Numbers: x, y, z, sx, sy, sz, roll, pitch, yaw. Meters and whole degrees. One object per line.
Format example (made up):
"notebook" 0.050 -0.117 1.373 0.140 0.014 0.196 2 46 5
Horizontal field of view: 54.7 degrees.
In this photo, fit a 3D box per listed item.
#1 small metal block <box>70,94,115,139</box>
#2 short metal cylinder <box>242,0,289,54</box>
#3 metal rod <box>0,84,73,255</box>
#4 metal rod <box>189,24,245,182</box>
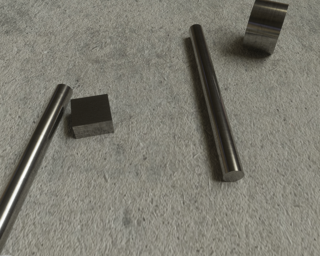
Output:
"small metal block" -0.091 -0.016 0.416 0.050 0.025 0.050 -10 51 -9
"short metal cylinder" 0.172 -0.167 0.509 0.050 0.080 0.080 18 52 14
"metal rod" -0.158 0.059 0.352 0.025 0.025 0.300 6 50 5
"metal rod" 0.074 -0.059 0.453 0.025 0.025 0.300 -3 50 -3
